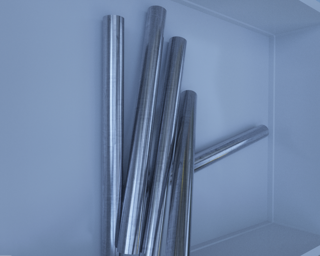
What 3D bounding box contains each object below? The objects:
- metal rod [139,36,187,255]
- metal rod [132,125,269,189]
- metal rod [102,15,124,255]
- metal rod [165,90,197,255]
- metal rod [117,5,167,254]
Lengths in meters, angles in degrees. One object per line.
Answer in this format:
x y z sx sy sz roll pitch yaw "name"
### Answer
0.005 0.022 0.388 0.025 0.025 0.299 21 69 -38 "metal rod"
0.077 0.043 0.473 0.302 0.025 0.025 -19 102 -39 "metal rod"
-0.055 0.021 0.362 0.025 0.025 0.298 0 90 -40 "metal rod"
0.025 0.069 0.351 0.025 0.025 0.300 40 41 -33 "metal rod"
-0.019 -0.008 0.374 0.025 0.025 0.299 16 75 -39 "metal rod"
